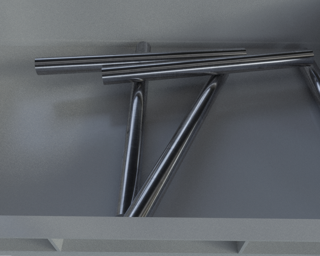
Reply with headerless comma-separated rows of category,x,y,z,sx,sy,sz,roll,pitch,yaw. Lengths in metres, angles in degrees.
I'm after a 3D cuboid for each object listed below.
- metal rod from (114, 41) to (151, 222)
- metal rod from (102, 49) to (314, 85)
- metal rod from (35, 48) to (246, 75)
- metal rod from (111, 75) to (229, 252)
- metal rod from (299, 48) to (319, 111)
metal rod,-0.031,-0.020,0.421,0.025,0.025,0.300,1,50,1
metal rod,0.070,-0.088,0.444,0.302,0.025,0.025,-6,50,-5
metal rod,-0.023,-0.098,0.453,0.302,0.025,0.025,-4,50,-7
metal rod,0.030,0.011,0.381,0.025,0.025,0.301,20,48,16
metal rod,0.236,-0.007,0.412,0.025,0.025,0.300,-1,50,-1
